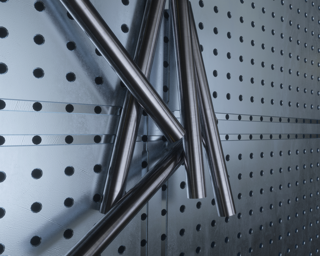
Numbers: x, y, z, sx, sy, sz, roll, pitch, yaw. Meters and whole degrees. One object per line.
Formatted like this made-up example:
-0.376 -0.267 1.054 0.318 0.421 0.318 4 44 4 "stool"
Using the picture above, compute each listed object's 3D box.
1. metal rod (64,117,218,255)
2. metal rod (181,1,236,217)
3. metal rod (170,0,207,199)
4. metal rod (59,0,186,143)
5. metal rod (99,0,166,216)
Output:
-0.007 0.064 0.380 0.302 0.025 0.025 -41 116 -41 "metal rod"
0.061 -0.028 0.430 0.025 0.025 0.298 -9 86 -40 "metal rod"
0.035 -0.060 0.404 0.025 0.025 0.298 -1 85 -40 "metal rod"
-0.065 -0.101 0.334 0.300 0.025 0.025 52 59 -20 "metal rod"
-0.030 -0.044 0.385 0.025 0.025 0.299 19 78 -39 "metal rod"
